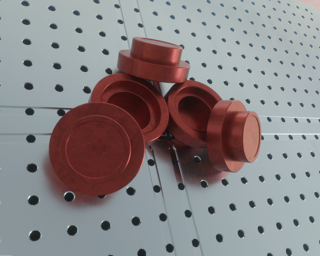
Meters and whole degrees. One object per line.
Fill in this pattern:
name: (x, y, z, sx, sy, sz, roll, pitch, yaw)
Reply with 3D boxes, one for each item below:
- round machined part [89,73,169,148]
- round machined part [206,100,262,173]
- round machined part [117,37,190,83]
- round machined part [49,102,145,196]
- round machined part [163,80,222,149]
round machined part: (-0.042, -0.016, 0.385, 0.099, 0.042, 0.098, 14, 56, -21)
round machined part: (0.104, 0.011, 0.414, 0.099, 0.042, 0.097, -3, 94, -53)
round machined part: (-0.007, -0.096, 0.421, 0.099, 0.042, 0.098, 11, 21, -4)
round machined part: (-0.064, 0.021, 0.321, 0.099, 0.042, 0.097, 0, 89, -6)
round machined part: (0.045, -0.015, 0.432, 0.099, 0.042, 0.098, 14, 56, -21)
